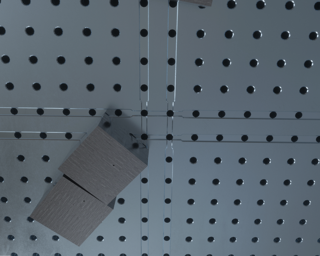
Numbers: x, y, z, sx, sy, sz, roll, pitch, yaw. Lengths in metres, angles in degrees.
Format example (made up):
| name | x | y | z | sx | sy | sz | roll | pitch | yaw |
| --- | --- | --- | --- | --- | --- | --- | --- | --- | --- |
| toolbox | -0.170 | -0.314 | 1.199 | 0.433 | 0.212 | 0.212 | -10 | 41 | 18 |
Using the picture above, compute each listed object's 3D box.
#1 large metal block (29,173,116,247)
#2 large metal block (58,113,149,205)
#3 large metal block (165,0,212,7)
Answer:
| name | x | y | z | sx | sy | sz | roll | pitch | yaw |
| --- | --- | --- | --- | --- | --- | --- | --- | --- | --- |
| large metal block | -0.119 | 0.105 | 0.438 | 0.080 | 0.050 | 0.080 | 38 | 106 | -13 |
| large metal block | -0.072 | 0.041 | 0.415 | 0.080 | 0.050 | 0.080 | 41 | 105 | -14 |
| large metal block | 0.021 | -0.180 | 0.334 | 0.080 | 0.050 | 0.079 | 9 | 110 | -4 |
